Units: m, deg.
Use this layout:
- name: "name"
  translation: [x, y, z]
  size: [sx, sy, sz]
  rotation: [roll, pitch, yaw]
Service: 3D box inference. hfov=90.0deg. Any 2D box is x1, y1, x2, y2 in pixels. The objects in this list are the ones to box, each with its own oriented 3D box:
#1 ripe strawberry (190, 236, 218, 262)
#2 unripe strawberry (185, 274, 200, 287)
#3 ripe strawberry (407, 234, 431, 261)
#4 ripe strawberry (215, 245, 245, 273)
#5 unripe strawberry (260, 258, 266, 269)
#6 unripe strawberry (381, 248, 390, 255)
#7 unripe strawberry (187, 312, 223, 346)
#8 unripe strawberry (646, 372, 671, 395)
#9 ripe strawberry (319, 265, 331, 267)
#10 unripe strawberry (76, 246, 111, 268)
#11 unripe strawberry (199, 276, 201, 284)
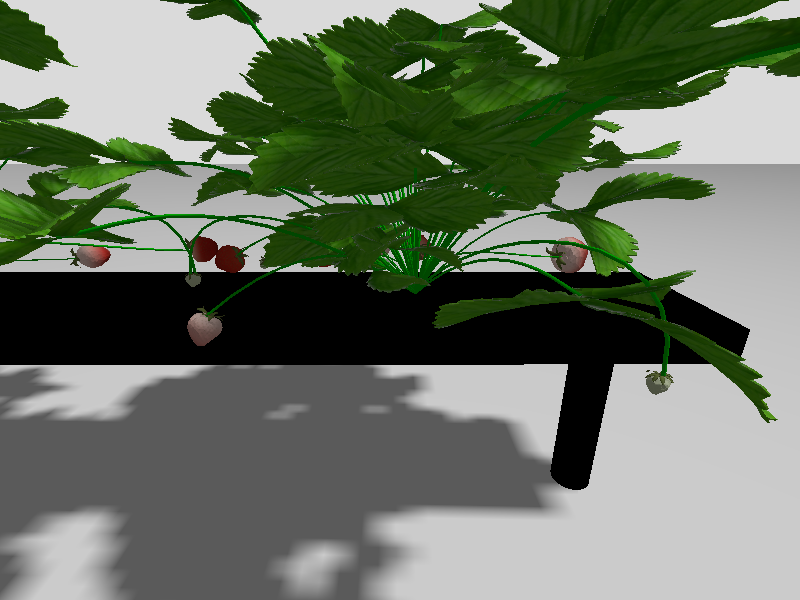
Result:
- name: "ripe strawberry"
  translation: [-0.229, -0.060, 0.469]
  size: [0.030, 0.031, 0.027]
  rotation: [-10, 23, -26]
- name: "unripe strawberry"
  translation: [-0.182, -0.017, 0.352]
  size: [0.011, 0.011, 0.011]
  rotation: [-2, 21, -4]
- name: "ripe strawberry"
  translation: [0.019, -0.063, 0.476]
  size: [0.037, 0.033, 0.033]
  rotation: [1, 20, 2]
- name: "ripe strawberry"
  translation: [-0.185, -0.043, 0.432]
  size: [0.032, 0.031, 0.029]
  rotation: [-16, 13, 25]
- name: "unripe strawberry"
  translation: [-0.151, -0.040, 0.446]
  size: [0.011, 0.012, 0.010]
  rotation: [-43, -4, 33]
- name: "unripe strawberry"
  translation: [-0.022, -0.064, 0.500]
  size: [0.020, 0.017, 0.020]
  rotation: [-5, -6, -14]
- name: "unripe strawberry"
  translation: [-0.134, 0.020, 0.273]
  size: [0.021, 0.022, 0.024]
  rotation: [26, 1, -40]
- name: "unripe strawberry"
  translation: [0.130, 0.043, 0.203]
  size: [0.011, 0.010, 0.010]
  rotation: [-13, 24, -31]
- name: "ripe strawberry"
  translation: [-0.091, -0.062, 0.459]
  size: [0.048, 0.047, 0.045]
  rotation: [18, 27, 40]
- name: "unripe strawberry"
  translation: [-0.343, -0.050, 0.448]
  size: [0.031, 0.026, 0.031]
  rotation: [-18, 27, -40]
- name: "unripe strawberry"
  translation: [-0.194, -0.019, 0.382]
  size: [0.010, 0.010, 0.009]
  rotation: [-1, 21, -3]
